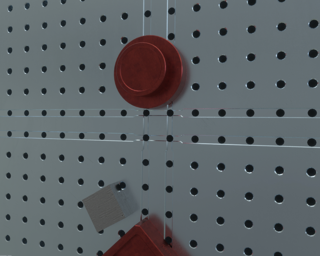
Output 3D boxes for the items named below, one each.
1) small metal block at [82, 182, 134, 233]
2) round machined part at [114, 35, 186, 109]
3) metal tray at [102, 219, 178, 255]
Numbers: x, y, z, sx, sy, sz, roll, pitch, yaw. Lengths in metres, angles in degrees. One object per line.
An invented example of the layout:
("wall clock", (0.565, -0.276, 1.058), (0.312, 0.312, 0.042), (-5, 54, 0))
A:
("small metal block", (-0.074, 0.111, 0.439), (0.050, 0.025, 0.050), (-31, 80, 17))
("round machined part", (-0.018, -0.075, 0.410), (0.098, 0.042, 0.097), (0, 90, 20))
("metal tray", (-0.013, 0.201, 0.414), (0.090, 0.030, 0.130), (-46, 76, 14))
